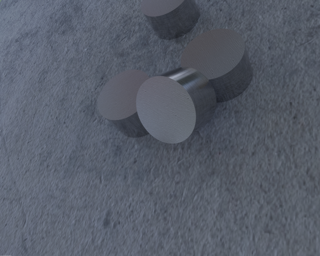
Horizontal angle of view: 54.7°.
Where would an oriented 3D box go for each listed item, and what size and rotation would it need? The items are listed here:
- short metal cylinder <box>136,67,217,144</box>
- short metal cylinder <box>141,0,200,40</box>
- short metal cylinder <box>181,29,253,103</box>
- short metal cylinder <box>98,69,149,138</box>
[{"bbox_3d":[0.019,-0.028,0.366,0.080,0.079,0.050,12,27,33],"label":"short metal cylinder"},{"bbox_3d":[0.017,-0.189,0.493,0.080,0.050,0.080,-13,56,20],"label":"short metal cylinder"},{"bbox_3d":[0.073,-0.080,0.397,0.080,0.050,0.080,-13,56,20],"label":"short metal cylinder"},{"bbox_3d":[-0.037,-0.033,0.426,0.080,0.050,0.080,-13,56,20],"label":"short metal cylinder"}]
